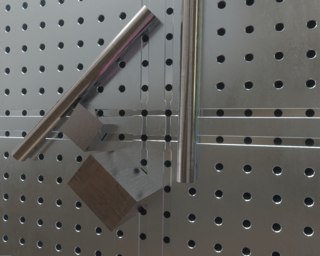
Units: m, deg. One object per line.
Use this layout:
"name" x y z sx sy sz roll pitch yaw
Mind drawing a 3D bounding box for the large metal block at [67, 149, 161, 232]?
"large metal block" -0.056 0.076 0.402 0.080 0.080 0.050 43 103 14

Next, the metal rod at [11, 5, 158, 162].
"metal rod" -0.117 -0.056 0.452 0.299 0.025 0.025 -43 77 14

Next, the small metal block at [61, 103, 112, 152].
"small metal block" -0.107 -0.001 0.449 0.050 0.025 0.050 39 102 15

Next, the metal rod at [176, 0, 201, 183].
"metal rod" 0.038 -0.080 0.398 0.025 0.025 0.298 2 91 19
